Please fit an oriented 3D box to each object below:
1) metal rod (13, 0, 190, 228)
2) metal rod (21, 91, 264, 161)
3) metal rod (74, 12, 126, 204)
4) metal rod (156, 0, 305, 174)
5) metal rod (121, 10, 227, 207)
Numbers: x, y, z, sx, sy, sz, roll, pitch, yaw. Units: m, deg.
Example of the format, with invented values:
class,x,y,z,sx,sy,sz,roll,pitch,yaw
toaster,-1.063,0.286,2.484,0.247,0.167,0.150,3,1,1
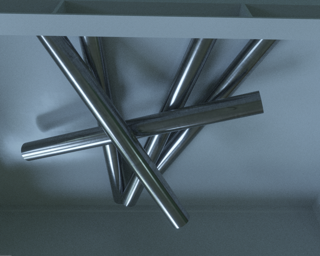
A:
class,x,y,z,sx,sy,sz,roll,pitch,yaw
metal rod,-0.053,-0.006,0.342,0.025,0.025,0.299,-27,107,20
metal rod,-0.034,0.002,0.371,0.301,0.025,0.025,-12,130,16
metal rod,-0.068,0.001,0.408,0.025,0.025,0.298,-2,130,1
metal rod,0.059,-0.024,0.389,0.025,0.025,0.298,24,126,-19
metal rod,0.004,-0.001,0.395,0.025,0.025,0.298,16,125,-13
